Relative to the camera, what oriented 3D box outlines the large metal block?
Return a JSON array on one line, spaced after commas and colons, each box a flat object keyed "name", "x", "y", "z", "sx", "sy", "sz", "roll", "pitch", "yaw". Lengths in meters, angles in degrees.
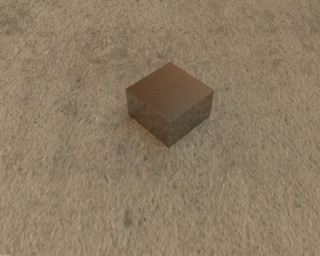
[{"name": "large metal block", "x": 0.013, "y": -0.033, "z": 0.415, "sx": 0.080, "sy": 0.050, "sz": 0.080, "roll": -36, "pitch": 59, "yaw": -27}]
